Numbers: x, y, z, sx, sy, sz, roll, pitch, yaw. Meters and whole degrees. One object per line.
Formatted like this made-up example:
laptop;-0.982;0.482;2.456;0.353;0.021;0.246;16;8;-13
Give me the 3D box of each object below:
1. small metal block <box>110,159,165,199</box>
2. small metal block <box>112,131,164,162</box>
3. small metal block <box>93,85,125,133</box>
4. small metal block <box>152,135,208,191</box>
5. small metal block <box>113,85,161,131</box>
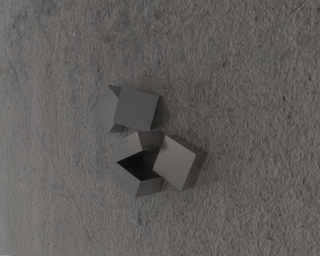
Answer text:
small metal block;-0.029;0.065;0.413;0.050;0.050;0.025;31;110;36
small metal block;-0.026;0.024;0.411;0.050;0.050;0.025;-26;74;37
small metal block;-0.068;-0.028;0.461;0.050;0.025;0.050;49;119;29
small metal block;0.024;0.042;0.385;0.050;0.025;0.050;32;110;35
small metal block;-0.030;-0.026;0.415;0.050;0.025;0.050;16;103;4
